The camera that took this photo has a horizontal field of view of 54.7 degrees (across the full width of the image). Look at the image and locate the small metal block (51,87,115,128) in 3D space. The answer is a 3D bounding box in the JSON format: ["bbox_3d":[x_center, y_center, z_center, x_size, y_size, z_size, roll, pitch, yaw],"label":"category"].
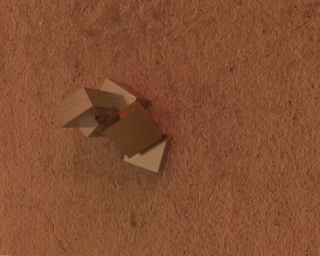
[{"bbox_3d":[-0.092,-0.023,0.375,0.050,0.050,0.025,-31,80,17],"label":"small metal block"}]

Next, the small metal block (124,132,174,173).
[{"bbox_3d":[-0.015,0.027,0.415,0.050,0.025,0.050,17,96,18],"label":"small metal block"}]

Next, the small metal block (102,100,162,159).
[{"bbox_3d":[-0.033,0.002,0.381,0.050,0.025,0.050,-33,117,17],"label":"small metal block"}]

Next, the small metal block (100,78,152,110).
[{"bbox_3d":[-0.046,-0.040,0.412,0.050,0.050,0.025,34,101,16],"label":"small metal block"}]

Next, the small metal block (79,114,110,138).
[{"bbox_3d":[-0.095,-0.014,0.429,0.025,0.050,0.050,-47,76,14],"label":"small metal block"}]
